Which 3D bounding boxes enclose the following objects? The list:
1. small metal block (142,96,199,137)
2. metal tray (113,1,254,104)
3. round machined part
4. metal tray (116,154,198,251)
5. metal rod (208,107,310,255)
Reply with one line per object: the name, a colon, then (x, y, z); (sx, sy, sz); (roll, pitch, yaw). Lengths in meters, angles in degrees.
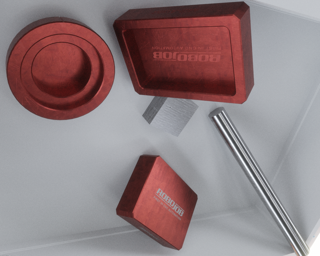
small metal block: (0.014, -0.022, 0.404); (0.050, 0.025, 0.050); (25, 105, -37)
metal tray: (0.024, -0.074, 0.314); (0.030, 0.130, 0.090); (-55, 141, -39)
round machined part: (-0.098, -0.060, 0.307); (0.099, 0.042, 0.097); (-14, 125, -21)
metal tray: (0.002, 0.108, 0.444); (0.130, 0.030, 0.090); (49, 52, -40)
metal rod: (0.162, 0.094, 0.487); (0.025, 0.025, 0.299); (-36, 107, -5)
